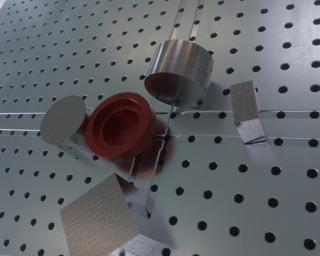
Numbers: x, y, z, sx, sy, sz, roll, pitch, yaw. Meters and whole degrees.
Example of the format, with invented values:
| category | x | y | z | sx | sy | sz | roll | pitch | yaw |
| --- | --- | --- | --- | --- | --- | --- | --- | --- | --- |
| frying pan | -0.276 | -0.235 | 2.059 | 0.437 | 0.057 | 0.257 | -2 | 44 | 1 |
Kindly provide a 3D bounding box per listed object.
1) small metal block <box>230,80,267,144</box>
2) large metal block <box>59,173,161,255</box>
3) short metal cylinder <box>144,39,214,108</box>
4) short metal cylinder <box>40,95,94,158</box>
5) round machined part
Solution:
| category | x | y | z | sx | sy | sz | roll | pitch | yaw |
| --- | --- | --- | --- | --- | --- | --- | --- | --- | --- |
| small metal block | 0.100 | -0.017 | 0.350 | 0.025 | 0.050 | 0.050 | -12 | 57 | 22 |
| large metal block | -0.058 | 0.113 | 0.354 | 0.080 | 0.050 | 0.080 | -35 | 51 | 5 |
| short metal cylinder | 0.025 | -0.068 | 0.401 | 0.080 | 0.080 | 0.050 | 4 | 64 | 30 |
| short metal cylinder | -0.128 | -0.002 | 0.461 | 0.080 | 0.050 | 0.080 | -13 | 56 | 21 |
| round machined part | -0.049 | 0.003 | 0.421 | 0.098 | 0.042 | 0.098 | -12 | 56 | 20 |
